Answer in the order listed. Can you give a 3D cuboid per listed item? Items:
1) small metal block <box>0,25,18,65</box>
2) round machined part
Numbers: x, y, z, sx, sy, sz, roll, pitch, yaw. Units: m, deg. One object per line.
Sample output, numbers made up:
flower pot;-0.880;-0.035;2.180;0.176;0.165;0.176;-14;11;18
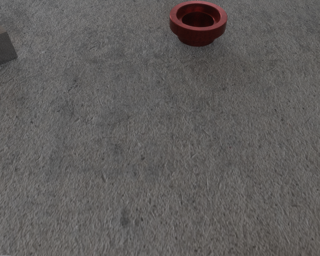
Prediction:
small metal block;-0.263;-0.127;0.491;0.050;0.050;0.025;-34;58;-26
round machined part;0.066;-0.180;0.544;0.099;0.042;0.098;0;50;0
